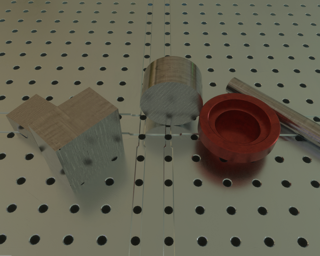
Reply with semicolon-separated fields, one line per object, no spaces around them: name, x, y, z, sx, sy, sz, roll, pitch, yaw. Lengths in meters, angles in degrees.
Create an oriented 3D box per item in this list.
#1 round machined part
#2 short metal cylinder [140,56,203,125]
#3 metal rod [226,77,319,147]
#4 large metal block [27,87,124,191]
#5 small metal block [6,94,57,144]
round machined part;0.097;0.004;0.395;0.099;0.042;0.098;0;50;0
short metal cylinder;0.016;-0.048;0.413;0.080;0.080;0.050;3;50;2
metal rod;0.214;0.016;0.397;0.300;0.025;0.025;37;59;26
large metal block;-0.092;0.013;0.360;0.050;0.080;0.080;36;59;26
small metal block;-0.166;-0.013;0.416;0.050;0.025;0.050;29;55;21
